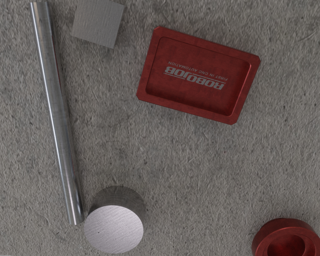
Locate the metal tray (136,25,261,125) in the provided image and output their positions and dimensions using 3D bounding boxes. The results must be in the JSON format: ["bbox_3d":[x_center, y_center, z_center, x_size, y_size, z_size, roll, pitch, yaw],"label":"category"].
[{"bbox_3d":[0.045,-0.064,0.383,0.131,0.030,0.089,15,109,-6],"label":"metal tray"}]

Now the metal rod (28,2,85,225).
[{"bbox_3d":[-0.131,-0.004,0.406,0.025,0.025,0.298,-3,110,1],"label":"metal rod"}]

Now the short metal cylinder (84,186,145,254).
[{"bbox_3d":[-0.063,0.130,0.444,0.081,0.050,0.079,0,110,0],"label":"short metal cylinder"}]

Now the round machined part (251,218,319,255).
[{"bbox_3d":[0.187,0.176,0.468,0.099,0.042,0.097,0,110,0],"label":"round machined part"}]

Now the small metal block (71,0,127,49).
[{"bbox_3d":[-0.071,-0.126,0.363,0.050,0.025,0.050,17,109,-6],"label":"small metal block"}]
